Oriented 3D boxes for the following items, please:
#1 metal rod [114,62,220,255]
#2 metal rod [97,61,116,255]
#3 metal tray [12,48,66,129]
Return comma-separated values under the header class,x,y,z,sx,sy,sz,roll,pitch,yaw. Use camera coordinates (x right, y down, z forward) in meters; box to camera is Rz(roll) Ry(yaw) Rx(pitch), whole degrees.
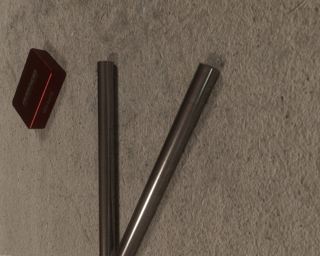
class,x,y,z,sx,sy,sz,roll,pitch,yaw
metal rod,0.001,0.060,0.401,0.025,0.025,0.298,36,112,34
metal rod,-0.081,0.050,0.468,0.025,0.025,0.298,-1,89,39
metal tray,-0.234,-0.073,0.591,0.090,0.030,0.129,44,116,30
